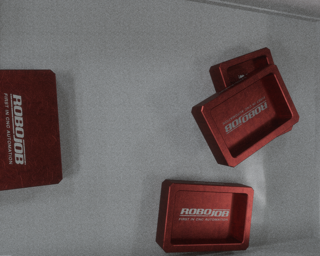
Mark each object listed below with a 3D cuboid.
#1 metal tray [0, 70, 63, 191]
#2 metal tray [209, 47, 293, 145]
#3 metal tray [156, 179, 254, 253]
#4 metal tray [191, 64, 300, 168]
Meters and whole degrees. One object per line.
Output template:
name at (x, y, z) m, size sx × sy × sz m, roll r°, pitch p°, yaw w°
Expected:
metal tray at (-0.162, 0.001, 0.348) m, size 0.091 × 0.030 × 0.129 m, roll -4°, pitch 91°, yaw -20°
metal tray at (0.136, -0.043, 0.457) m, size 0.091 × 0.030 × 0.129 m, roll -22°, pitch 98°, yaw -19°
metal tray at (0.064, 0.122, 0.431) m, size 0.131 × 0.030 × 0.089 m, roll 7°, pitch 88°, yaw -20°
metal tray at (0.118, -0.018, 0.418) m, size 0.131 × 0.030 × 0.090 m, roll -31°, pitch 100°, yaw -17°
